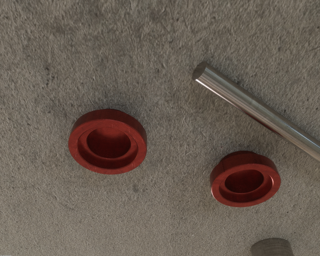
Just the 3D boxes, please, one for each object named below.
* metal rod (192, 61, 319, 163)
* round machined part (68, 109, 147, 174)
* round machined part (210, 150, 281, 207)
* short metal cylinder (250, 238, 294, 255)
[{"bbox_3d":[0.166,0.002,0.411,0.301,0.025,0.025,29,124,-23],"label":"metal rod"},{"bbox_3d":[-0.066,0.013,0.407,0.099,0.042,0.097,-1,130,0],"label":"round machined part"},{"bbox_3d":[0.123,0.071,0.459,0.099,0.042,0.097,-1,130,0],"label":"round machined part"},{"bbox_3d":[0.228,0.264,0.619,0.081,0.050,0.079,0,130,0],"label":"short metal cylinder"}]
